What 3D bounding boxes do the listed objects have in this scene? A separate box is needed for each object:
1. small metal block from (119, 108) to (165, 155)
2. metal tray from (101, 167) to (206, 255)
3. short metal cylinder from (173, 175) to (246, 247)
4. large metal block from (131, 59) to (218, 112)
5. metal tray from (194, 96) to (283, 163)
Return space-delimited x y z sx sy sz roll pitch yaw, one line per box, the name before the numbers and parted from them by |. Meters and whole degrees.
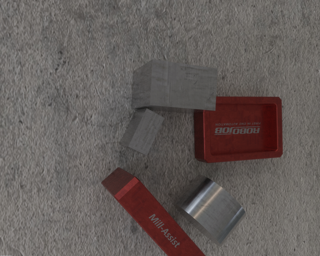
small metal block | -0.024 0.004 0.387 0.025 0.050 0.050 28 81 -18
metal tray | -0.010 0.109 0.371 0.030 0.090 0.130 -43 104 -15
short metal cylinder | 0.063 0.107 0.404 0.050 0.080 0.080 -46 105 -14
large metal block | 0.015 -0.047 0.385 0.081 0.080 0.050 3 89 -20
metal tray | 0.115 0.000 0.448 0.131 0.030 0.089 -2 91 -20
